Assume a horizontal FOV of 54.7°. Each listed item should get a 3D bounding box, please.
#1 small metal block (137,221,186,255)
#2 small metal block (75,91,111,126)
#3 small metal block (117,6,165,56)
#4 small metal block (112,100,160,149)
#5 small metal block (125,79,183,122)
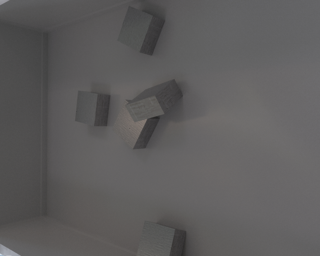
[{"bbox_3d":[0.001,0.150,0.396,0.050,0.025,0.050,1,71,40],"label":"small metal block"},{"bbox_3d":[-0.108,-0.032,0.497,0.050,0.025,0.050,13,98,39],"label":"small metal block"},{"bbox_3d":[-0.027,-0.135,0.429,0.050,0.025,0.050,35,112,34],"label":"small metal block"},{"bbox_3d":[-0.035,-0.005,0.436,0.050,0.025,0.050,40,114,32],"label":"small metal block"},{"bbox_3d":[-0.007,-0.035,0.393,0.050,0.050,0.025,-14,111,39],"label":"small metal block"}]
